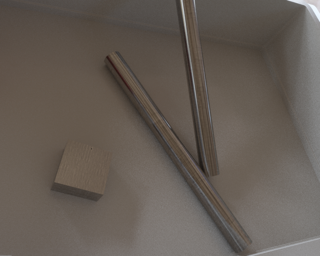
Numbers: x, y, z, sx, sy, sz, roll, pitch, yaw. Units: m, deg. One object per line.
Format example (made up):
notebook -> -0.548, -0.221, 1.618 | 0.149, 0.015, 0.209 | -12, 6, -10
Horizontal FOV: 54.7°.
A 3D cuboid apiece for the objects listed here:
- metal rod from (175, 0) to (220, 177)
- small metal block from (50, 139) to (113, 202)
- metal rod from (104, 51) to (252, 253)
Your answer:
metal rod -> 0.045, -0.086, 0.406 | 0.025, 0.025, 0.298 | -9, 91, -32
small metal block -> -0.083, 0.046, 0.334 | 0.050, 0.025, 0.050 | 19, 54, -17
metal rod -> 0.017, 0.023, 0.402 | 0.025, 0.025, 0.299 | -26, 76, -37
